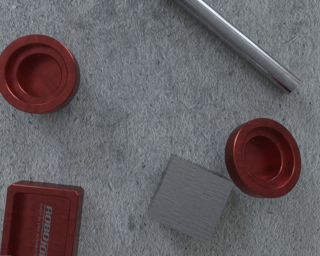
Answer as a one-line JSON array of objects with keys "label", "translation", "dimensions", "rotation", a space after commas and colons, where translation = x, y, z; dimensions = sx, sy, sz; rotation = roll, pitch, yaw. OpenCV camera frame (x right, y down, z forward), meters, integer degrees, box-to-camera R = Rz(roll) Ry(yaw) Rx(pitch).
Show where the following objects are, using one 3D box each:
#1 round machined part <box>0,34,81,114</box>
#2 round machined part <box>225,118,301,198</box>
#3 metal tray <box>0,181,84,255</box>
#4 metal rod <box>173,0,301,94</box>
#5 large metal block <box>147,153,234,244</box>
[{"label": "round machined part", "translation": [-0.152, -0.066, 0.399], "dimensions": [0.099, 0.042, 0.097], "rotation": [0, 90, -1]}, {"label": "round machined part", "translation": [0.124, 0.039, 0.392], "dimensions": [0.099, 0.042, 0.098], "rotation": [5, 75, -19]}, {"label": "metal tray", "translation": [-0.154, 0.139, 0.405], "dimensions": [0.091, 0.030, 0.129], "rotation": [6, 90, -1]}, {"label": "metal rod", "translation": [0.061, -0.149, 0.410], "dimensions": [0.300, 0.025, 0.025], "rotation": [39, 90, -1]}, {"label": "large metal block", "translation": [0.037, 0.087, 0.398], "dimensions": [0.080, 0.050, 0.080], "rotation": [24, 90, -1]}]
